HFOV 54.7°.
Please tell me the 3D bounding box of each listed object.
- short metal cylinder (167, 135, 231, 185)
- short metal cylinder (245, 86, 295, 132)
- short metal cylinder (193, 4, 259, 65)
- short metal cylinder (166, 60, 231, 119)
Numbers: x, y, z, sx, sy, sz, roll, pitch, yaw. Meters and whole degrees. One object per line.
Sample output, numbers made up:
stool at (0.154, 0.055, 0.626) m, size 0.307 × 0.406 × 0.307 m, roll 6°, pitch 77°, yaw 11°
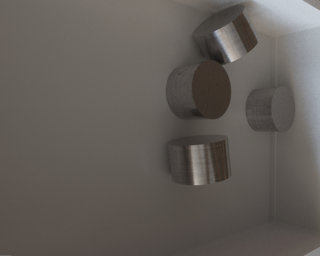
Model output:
short metal cylinder at (0.053, 0.040, 0.415) m, size 0.081 × 0.080 × 0.050 m, roll -12°, pitch 98°, yaw -39°
short metal cylinder at (0.199, -0.033, 0.557) m, size 0.081 × 0.050 × 0.080 m, roll 0°, pitch 90°, yaw -40°
short metal cylinder at (0.095, -0.134, 0.450) m, size 0.080 × 0.080 × 0.050 m, roll -50°, pitch 120°, yaw -28°
short metal cylinder at (0.055, -0.052, 0.436) m, size 0.081 × 0.050 × 0.080 m, roll 0°, pitch 90°, yaw -40°
